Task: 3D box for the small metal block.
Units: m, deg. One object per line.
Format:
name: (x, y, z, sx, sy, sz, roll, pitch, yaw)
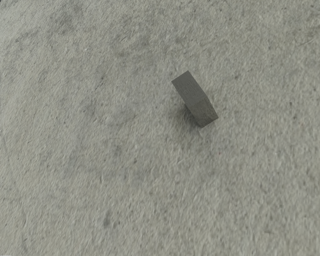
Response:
small metal block: (0.044, -0.035, 0.386, 0.025, 0.050, 0.050, -33, 52, 7)
